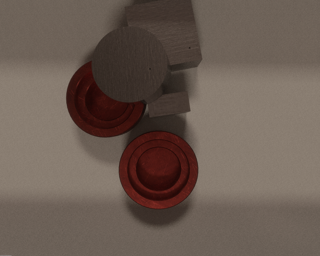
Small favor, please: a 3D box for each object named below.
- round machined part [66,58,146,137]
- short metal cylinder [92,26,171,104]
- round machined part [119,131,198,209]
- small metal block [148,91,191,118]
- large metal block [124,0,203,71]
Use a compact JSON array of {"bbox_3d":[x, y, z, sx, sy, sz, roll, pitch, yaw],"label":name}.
[{"bbox_3d":[-0.065,-0.037,0.398,0.099,0.042,0.097,0,90,6],"label":"round machined part"},{"bbox_3d":[-0.030,-0.067,0.348,0.080,0.050,0.079,0,91,6],"label":"short metal cylinder"},{"bbox_3d":[-0.002,0.052,0.403,0.099,0.042,0.097,0,90,-1],"label":"round machined part"},{"bbox_3d":[0.010,-0.029,0.399,0.050,0.050,0.025,-9,91,-1],"label":"small metal block"},{"bbox_3d":[0.004,-0.115,0.399,0.080,0.050,0.080,-11,90,-1],"label":"large metal block"}]
